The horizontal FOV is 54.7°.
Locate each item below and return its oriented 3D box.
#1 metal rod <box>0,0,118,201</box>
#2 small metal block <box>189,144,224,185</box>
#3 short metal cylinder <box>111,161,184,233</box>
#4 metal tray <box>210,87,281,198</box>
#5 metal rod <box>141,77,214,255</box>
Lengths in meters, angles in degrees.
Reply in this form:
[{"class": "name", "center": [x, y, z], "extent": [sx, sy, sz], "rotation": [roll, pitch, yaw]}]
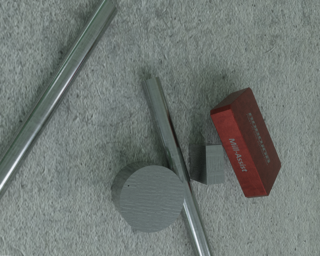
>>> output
[{"class": "metal rod", "center": [-0.134, -0.022, 0.359], "extent": [0.025, 0.025, 0.299], "rotation": [32, 80, -17]}, {"class": "small metal block", "center": [0.062, 0.047, 0.419], "extent": [0.025, 0.050, 0.050], "rotation": [-2, 91, -20]}, {"class": "short metal cylinder", "center": [-0.017, 0.084, 0.390], "extent": [0.081, 0.050, 0.079], "rotation": [0, 90, -20]}, {"class": "metal tray", "center": [0.122, 0.018, 0.427], "extent": [0.091, 0.030, 0.129], "rotation": [-36, 104, -52]}, {"class": "metal rod", "center": [0.031, 0.078, 0.420], "extent": [0.025, 0.025, 0.298], "rotation": [-19, 97, -19]}]
